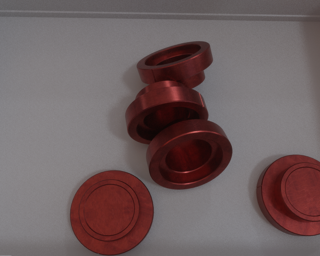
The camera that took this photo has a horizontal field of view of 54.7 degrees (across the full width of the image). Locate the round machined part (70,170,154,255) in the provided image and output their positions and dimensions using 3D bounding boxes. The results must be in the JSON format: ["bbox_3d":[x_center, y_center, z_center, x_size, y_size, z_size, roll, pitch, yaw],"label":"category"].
[{"bbox_3d":[-0.057,0.098,0.364,0.099,0.042,0.098,0,70,-1],"label":"round machined part"}]

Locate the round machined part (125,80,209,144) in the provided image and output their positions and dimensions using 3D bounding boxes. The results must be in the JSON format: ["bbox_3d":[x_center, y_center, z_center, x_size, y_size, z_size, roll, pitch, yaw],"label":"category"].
[{"bbox_3d":[0.006,-0.021,0.380,0.099,0.098,0.042,-10,60,-4],"label":"round machined part"}]

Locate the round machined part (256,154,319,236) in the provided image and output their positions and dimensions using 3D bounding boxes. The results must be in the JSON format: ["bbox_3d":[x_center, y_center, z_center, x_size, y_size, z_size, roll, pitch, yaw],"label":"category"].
[{"bbox_3d":[0.172,0.079,0.374,0.099,0.042,0.098,0,70,-1],"label":"round machined part"}]

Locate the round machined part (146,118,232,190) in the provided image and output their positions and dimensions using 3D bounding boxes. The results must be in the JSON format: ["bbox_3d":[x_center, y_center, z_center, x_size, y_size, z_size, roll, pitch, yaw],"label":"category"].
[{"bbox_3d":[0.032,0.026,0.368,0.099,0.097,0.042,-13,43,-5],"label":"round machined part"}]

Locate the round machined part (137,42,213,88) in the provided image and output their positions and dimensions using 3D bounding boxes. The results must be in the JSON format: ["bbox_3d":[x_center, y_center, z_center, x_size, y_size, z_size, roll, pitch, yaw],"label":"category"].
[{"bbox_3d":[0.022,-0.078,0.411,0.099,0.098,0.042,-22,116,-8],"label":"round machined part"}]
